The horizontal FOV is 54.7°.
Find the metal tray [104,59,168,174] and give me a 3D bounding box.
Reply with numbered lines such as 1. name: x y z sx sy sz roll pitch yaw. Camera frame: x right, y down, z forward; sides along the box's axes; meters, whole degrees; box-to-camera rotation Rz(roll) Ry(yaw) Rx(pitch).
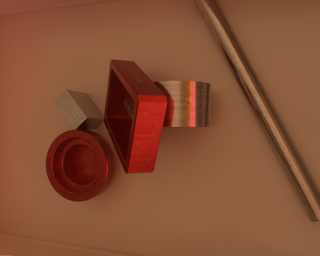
1. metal tray: -0.035 -0.019 0.362 0.030 0.130 0.089 0 117 -22

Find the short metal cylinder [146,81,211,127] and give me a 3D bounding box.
1. short metal cylinder: 0.021 -0.026 0.373 0.080 0.080 0.050 0 90 19

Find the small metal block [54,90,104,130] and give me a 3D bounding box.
1. small metal block: -0.111 -0.024 0.435 0.025 0.050 0.050 -42 77 15

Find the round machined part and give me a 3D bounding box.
1. round machined part: -0.107 0.051 0.438 0.098 0.042 0.097 0 90 19

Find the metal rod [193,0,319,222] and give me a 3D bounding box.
1. metal rod: 0.117 -0.034 0.369 0.025 0.025 0.299 -28 81 17
